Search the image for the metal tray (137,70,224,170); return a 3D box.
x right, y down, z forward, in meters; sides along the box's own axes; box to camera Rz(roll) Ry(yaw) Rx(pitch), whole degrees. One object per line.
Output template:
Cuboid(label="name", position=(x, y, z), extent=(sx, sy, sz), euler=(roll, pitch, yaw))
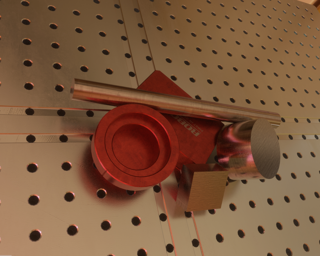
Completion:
Cuboid(label="metal tray", position=(0.018, -0.010, 0.424), extent=(0.130, 0.030, 0.090), euler=(40, 51, -2))

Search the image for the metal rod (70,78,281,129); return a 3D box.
Cuboid(label="metal rod", position=(0.039, -0.027, 0.407), extent=(0.302, 0.025, 0.025), euler=(7, 59, -25))

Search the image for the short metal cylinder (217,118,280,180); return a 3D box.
Cuboid(label="short metal cylinder", position=(0.122, 0.030, 0.422), extent=(0.081, 0.050, 0.080), euler=(12, 73, -43))

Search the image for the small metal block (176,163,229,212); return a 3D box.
Cuboid(label="small metal block", position=(0.051, 0.071, 0.377), extent=(0.050, 0.025, 0.050), euler=(3, 104, -28))

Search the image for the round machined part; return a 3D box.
Cuboid(label="round machined part", position=(-0.031, 0.025, 0.361), extent=(0.099, 0.042, 0.098), euler=(9, 65, -19))
